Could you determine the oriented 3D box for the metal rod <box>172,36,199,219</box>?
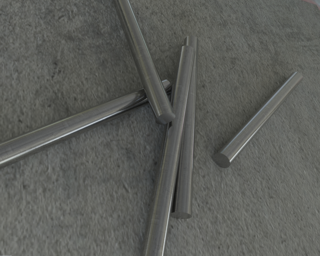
[{"bbox_3d":[0.039,-0.023,0.440,0.025,0.025,0.300,19,54,-18],"label":"metal rod"}]

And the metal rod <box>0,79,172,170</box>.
[{"bbox_3d":[-0.098,-0.003,0.353,0.302,0.025,0.025,-27,77,-37],"label":"metal rod"}]

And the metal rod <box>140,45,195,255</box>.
[{"bbox_3d":[0.016,0.011,0.393,0.025,0.025,0.300,21,58,-16],"label":"metal rod"}]

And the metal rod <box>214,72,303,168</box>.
[{"bbox_3d":[0.177,-0.028,0.518,0.025,0.025,0.302,48,51,5],"label":"metal rod"}]

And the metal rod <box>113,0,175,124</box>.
[{"bbox_3d":[-0.038,-0.135,0.446,0.025,0.025,0.299,-2,56,-29],"label":"metal rod"}]
